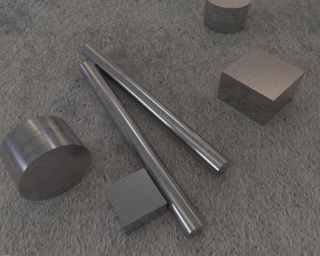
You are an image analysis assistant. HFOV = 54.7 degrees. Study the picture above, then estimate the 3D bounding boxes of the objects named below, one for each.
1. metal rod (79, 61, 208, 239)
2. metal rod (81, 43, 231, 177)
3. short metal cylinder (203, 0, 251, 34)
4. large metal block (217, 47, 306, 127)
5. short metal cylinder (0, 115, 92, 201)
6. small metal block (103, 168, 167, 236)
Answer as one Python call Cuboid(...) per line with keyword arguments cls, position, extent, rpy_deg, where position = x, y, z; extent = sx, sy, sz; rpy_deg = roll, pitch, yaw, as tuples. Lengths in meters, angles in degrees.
Cuboid(cls="metal rod", position=(-0.037, 0.006, 0.397), extent=(0.025, 0.025, 0.300), rpy_deg=(-24, 54, -19))
Cuboid(cls="metal rod", position=(-0.022, -0.040, 0.436), extent=(0.025, 0.025, 0.300), rpy_deg=(-33, 57, -24))
Cuboid(cls="short metal cylinder", position=(0.122, -0.219, 0.572), extent=(0.081, 0.050, 0.080), rpy_deg=(0, 50, 0))
Cuboid(cls="large metal block", position=(0.141, -0.061, 0.439), extent=(0.080, 0.050, 0.080), rpy_deg=(37, 59, 27))
Cuboid(cls="short metal cylinder", position=(-0.123, 0.033, 0.339), extent=(0.081, 0.080, 0.050), rpy_deg=(-31, 57, -23))
Cuboid(cls="small metal block", position=(-0.027, 0.079, 0.337), extent=(0.050, 0.025, 0.050), rpy_deg=(-25, 54, -19))
